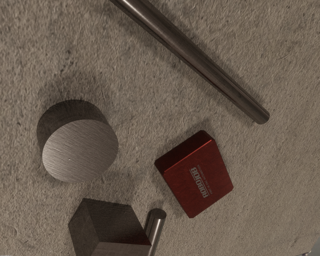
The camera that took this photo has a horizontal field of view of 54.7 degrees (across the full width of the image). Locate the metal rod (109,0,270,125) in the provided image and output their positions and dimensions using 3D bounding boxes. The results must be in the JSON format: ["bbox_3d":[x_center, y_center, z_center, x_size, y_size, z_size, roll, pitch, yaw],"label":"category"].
[{"bbox_3d":[0.059,-0.076,0.393,0.301,0.025,0.025,30,101,-38],"label":"metal rod"}]

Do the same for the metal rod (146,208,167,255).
[{"bbox_3d":[-0.035,0.267,0.554,0.025,0.025,0.298,0,119,-29],"label":"metal rod"}]

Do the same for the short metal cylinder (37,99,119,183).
[{"bbox_3d":[-0.093,0.014,0.349,0.081,0.050,0.079,-14,125,-21],"label":"short metal cylinder"}]

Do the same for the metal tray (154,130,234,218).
[{"bbox_3d":[0.057,0.076,0.484,0.090,0.030,0.130,-34,129,-7],"label":"metal tray"}]

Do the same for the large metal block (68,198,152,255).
[{"bbox_3d":[-0.071,0.147,0.425,0.080,0.080,0.050,21,107,-36],"label":"large metal block"}]
